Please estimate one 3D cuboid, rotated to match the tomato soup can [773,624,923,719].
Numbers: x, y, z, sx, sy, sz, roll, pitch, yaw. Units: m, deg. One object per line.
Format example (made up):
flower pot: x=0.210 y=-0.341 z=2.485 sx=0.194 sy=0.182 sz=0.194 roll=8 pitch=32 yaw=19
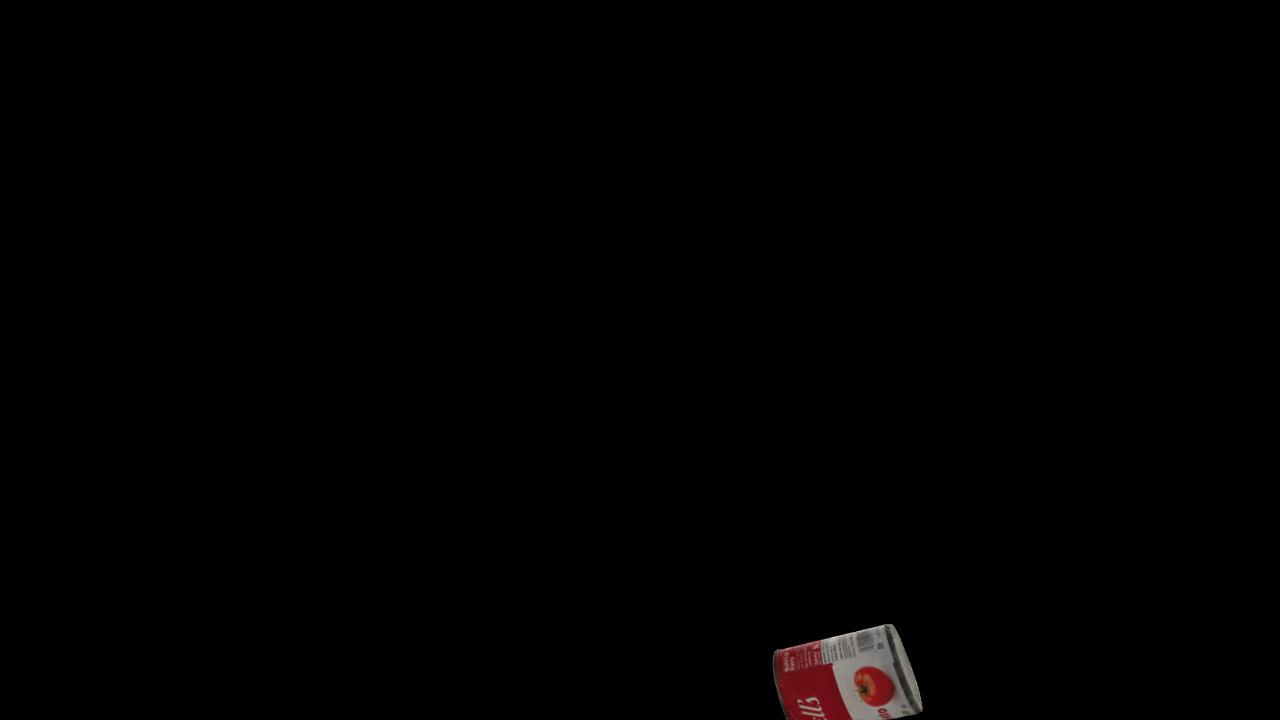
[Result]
tomato soup can: x=0.170 y=0.263 z=0.506 sx=0.101 sy=0.068 sz=0.068 roll=-23 pitch=-7 yaw=18
